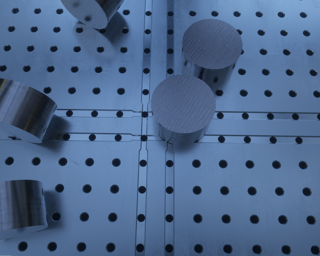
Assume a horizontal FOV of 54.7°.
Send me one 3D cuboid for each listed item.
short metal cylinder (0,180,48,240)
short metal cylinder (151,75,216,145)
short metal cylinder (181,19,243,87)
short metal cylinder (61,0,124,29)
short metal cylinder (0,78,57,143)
[{"bbox_3d":[-0.171,0.094,0.347,0.081,0.080,0.050,-13,71,-5],"label":"short metal cylinder"},{"bbox_3d":[0.029,-0.023,0.407,0.081,0.050,0.080,0,70,0],"label":"short metal cylinder"},{"bbox_3d":[0.070,-0.105,0.437,0.081,0.050,0.080,0,70,0],"label":"short metal cylinder"},{"bbox_3d":[-0.099,-0.192,0.452,0.080,0.080,0.050,26,72,9],"label":"short metal cylinder"},{"bbox_3d":[-0.178,-0.019,0.388,0.080,0.080,0.050,15,71,5],"label":"short metal cylinder"}]
